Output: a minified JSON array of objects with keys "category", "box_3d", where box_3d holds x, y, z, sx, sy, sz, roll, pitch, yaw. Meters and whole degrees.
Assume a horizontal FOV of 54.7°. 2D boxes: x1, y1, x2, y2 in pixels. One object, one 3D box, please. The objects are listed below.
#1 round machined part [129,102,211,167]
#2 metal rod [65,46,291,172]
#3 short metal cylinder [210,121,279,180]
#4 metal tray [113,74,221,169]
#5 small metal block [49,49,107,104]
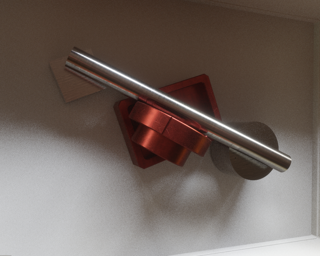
[{"category":"round machined part","box_3d":[0.006,0.011,0.360,0.098,0.098,0.042,29,88,-18]},{"category":"metal rod","box_3d":[0.032,-0.016,0.378,0.301,0.025,0.025,26,81,-12]},{"category":"short metal cylinder","box_3d":[0.119,0.031,0.441,0.081,0.050,0.079,0,90,-21]},{"category":"metal tray","box_3d":[0.015,-0.011,0.412,0.131,0.030,0.090,-20,97,-19]},{"category":"small metal block","box_3d":[-0.099,-0.062,0.373,0.050,0.025,0.050,-23,98,-19]}]
